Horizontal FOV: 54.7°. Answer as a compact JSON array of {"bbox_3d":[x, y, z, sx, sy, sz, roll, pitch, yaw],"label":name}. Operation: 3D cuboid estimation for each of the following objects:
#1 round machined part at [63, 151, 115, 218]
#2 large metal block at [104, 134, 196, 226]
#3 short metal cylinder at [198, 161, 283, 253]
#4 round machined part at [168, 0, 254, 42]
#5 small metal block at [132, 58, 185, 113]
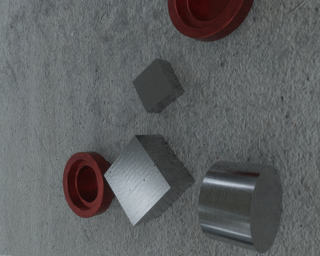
[{"bbox_3d":[-0.103,0.085,0.476,0.098,0.042,0.097,0,90,39],"label":"round machined part"},{"bbox_3d":[-0.016,0.065,0.400,0.080,0.050,0.080,-51,61,27],"label":"large metal block"},{"bbox_3d":[0.080,0.074,0.302,0.050,0.081,0.079,1,91,40],"label":"short metal cylinder"},{"bbox_3d":[0.060,-0.145,0.343,0.098,0.042,0.097,0,90,39],"label":"round machined part"},{"bbox_3d":[-0.003,-0.054,0.406,0.050,0.025,0.050,-38,67,33],"label":"small metal block"}]
